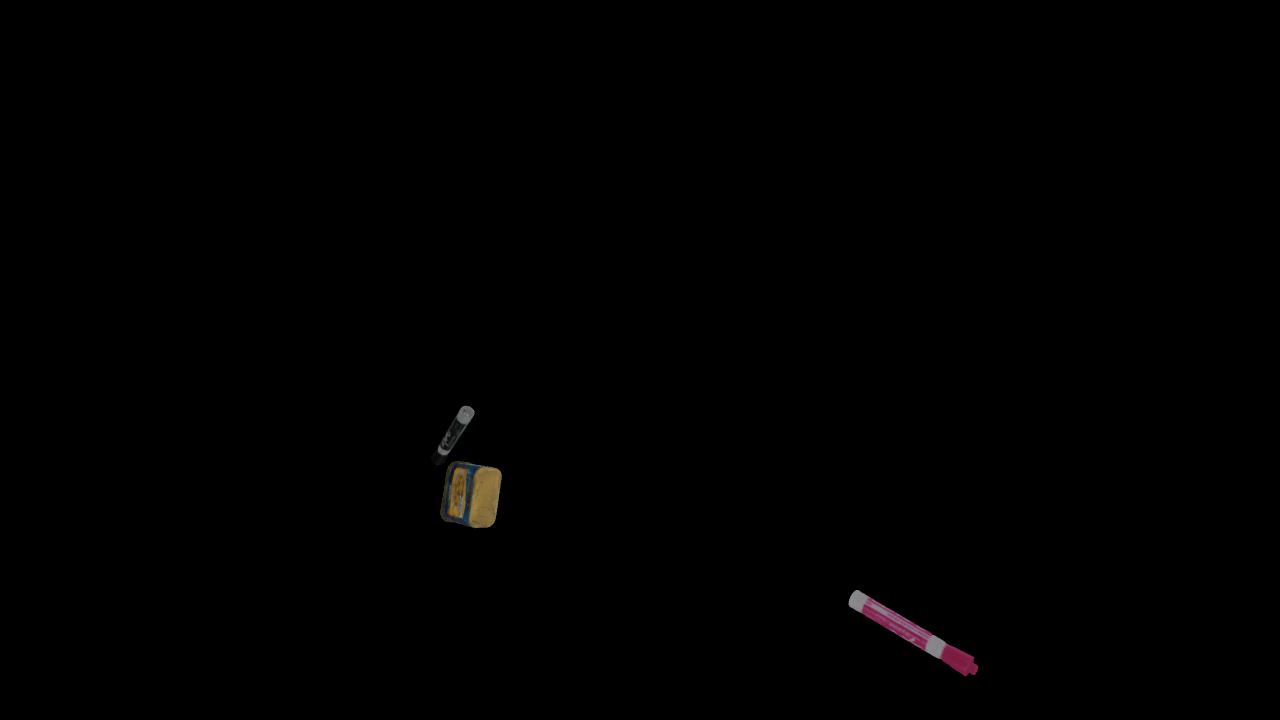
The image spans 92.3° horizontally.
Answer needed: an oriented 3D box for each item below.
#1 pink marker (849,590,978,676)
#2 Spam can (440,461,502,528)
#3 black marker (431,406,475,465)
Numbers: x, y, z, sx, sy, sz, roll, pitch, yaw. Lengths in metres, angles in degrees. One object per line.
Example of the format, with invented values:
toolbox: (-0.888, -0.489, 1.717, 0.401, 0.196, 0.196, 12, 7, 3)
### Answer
pink marker: (0.258, 0.260, 0.587, 0.020, 0.020, 0.121, 0, 15, -44)
Spam can: (-0.278, 0.222, 1.015, 0.085, 0.101, 0.058, -4, -13, 44)
black marker: (-0.248, 0.102, 0.807, 0.020, 0.020, 0.121, 0, -38, -41)
